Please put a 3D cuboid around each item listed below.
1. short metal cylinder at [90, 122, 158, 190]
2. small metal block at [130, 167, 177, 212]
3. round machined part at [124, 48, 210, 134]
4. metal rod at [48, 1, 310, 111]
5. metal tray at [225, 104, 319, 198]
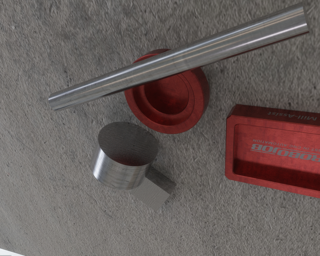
[{"bbox_3d":[-0.049,0.037,0.420,0.080,0.080,0.050,31,128,8],"label":"short metal cylinder"},{"bbox_3d":[-0.011,0.092,0.469,0.050,0.025,0.050,35,129,5],"label":"small metal block"},{"bbox_3d":[0.011,-0.045,0.362,0.098,0.042,0.097,13,124,21],"label":"round machined part"},{"bbox_3d":[-0.010,-0.060,0.320,0.300,0.025,0.025,-12,112,33],"label":"metal rod"},{"bbox_3d":[0.141,0.026,0.345,0.130,0.030,0.089,9,122,23],"label":"metal tray"}]
